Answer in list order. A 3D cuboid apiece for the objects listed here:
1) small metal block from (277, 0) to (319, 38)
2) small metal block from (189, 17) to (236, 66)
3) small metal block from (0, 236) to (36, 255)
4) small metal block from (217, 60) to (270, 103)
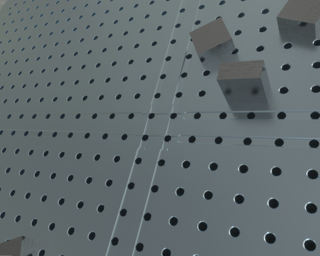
[{"bbox_3d":[0.188,-0.148,0.401,0.050,0.025,0.050,29,77,37],"label":"small metal block"},{"bbox_3d":[0.075,-0.124,0.446,0.050,0.025,0.050,-23,53,14],"label":"small metal block"},{"bbox_3d":[-0.192,0.175,0.404,0.050,0.025,0.050,-22,54,15],"label":"small metal block"},{"bbox_3d":[0.101,-0.055,0.373,0.050,0.050,0.025,2,63,29],"label":"small metal block"}]
